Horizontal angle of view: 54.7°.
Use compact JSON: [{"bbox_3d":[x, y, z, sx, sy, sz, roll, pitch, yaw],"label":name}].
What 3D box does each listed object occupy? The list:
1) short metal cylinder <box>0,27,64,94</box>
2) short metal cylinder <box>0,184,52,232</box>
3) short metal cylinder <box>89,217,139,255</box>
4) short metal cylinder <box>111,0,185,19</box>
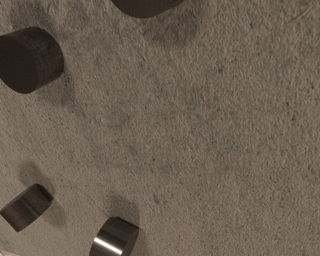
[{"bbox_3d":[-0.181,-0.093,0.426,0.080,0.050,0.079,13,124,20],"label":"short metal cylinder"},{"bbox_3d":[-0.259,0.153,0.599,0.080,0.080,0.050,-29,102,37],"label":"short metal cylinder"},{"bbox_3d":[-0.078,0.202,0.535,0.050,0.080,0.079,22,127,14],"label":"short metal cylinder"},{"bbox_3d":[-0.010,-0.153,0.300,0.080,0.050,0.079,13,124,20],"label":"short metal cylinder"}]
